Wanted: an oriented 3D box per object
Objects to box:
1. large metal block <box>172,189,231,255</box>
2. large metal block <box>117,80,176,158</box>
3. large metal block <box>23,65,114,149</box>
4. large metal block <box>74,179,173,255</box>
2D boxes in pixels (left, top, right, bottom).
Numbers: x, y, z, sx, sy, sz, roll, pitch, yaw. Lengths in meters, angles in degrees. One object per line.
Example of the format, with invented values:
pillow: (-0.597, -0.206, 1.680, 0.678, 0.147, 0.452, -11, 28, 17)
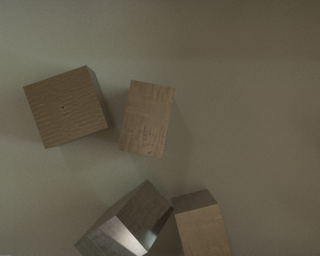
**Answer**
large metal block: (0.050, 0.128, 0.384, 0.050, 0.080, 0.080, -14, 90, 0)
large metal block: (-0.015, -0.010, 0.384, 0.050, 0.080, 0.080, 11, 90, 0)
large metal block: (-0.114, -0.025, 0.398, 0.080, 0.050, 0.080, -19, 90, 0)
large metal block: (-0.041, 0.117, 0.369, 0.080, 0.080, 0.050, -40, 90, 29)
